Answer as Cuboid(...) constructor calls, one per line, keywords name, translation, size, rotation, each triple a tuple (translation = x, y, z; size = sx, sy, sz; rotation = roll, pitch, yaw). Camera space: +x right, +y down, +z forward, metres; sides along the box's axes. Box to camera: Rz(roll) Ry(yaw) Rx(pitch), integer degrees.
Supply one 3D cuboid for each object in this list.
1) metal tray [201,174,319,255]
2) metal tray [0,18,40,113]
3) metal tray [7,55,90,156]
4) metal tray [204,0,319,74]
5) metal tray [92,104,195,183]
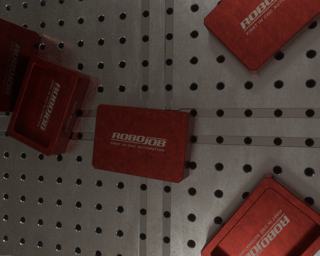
Cuboid(name="metal tray", translation=(0.123, 0.131, 0.366), size=(0.090, 0.030, 0.130), rotation=(40, 102, 15))
Cuboid(name="metal tray", translation=(-0.232, -0.090, 0.457), size=(0.030, 0.090, 0.129), rotation=(15, 95, 19))
Cuboid(name="metal tray", translation=(-0.170, -0.034, 0.468), size=(0.090, 0.030, 0.129), rotation=(23, 98, 18))
Cuboid(name="metal tray", translation=(0.129, -0.139, 0.364), size=(0.130, 0.030, 0.090), rotation=(-43, 77, 14))
Cuboid(name="metal tray", translation=(-0.024, 0.018, 0.418), size=(0.130, 0.030, 0.089), rotation=(7, 92, 19))
